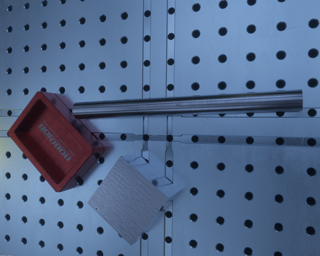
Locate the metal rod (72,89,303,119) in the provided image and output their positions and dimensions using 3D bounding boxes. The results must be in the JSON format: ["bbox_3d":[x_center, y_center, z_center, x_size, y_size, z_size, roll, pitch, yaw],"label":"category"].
[{"bbox_3d":[0.021,-0.029,0.405,0.301,0.025,0.025,-1,90,19],"label":"metal rod"}]

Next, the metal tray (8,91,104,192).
[{"bbox_3d":[-0.158,0.019,0.465,0.130,0.030,0.090,45,104,14],"label":"metal tray"}]

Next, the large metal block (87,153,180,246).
[{"bbox_3d":[-0.034,0.091,0.411,0.080,0.050,0.080,39,102,15],"label":"large metal block"}]
